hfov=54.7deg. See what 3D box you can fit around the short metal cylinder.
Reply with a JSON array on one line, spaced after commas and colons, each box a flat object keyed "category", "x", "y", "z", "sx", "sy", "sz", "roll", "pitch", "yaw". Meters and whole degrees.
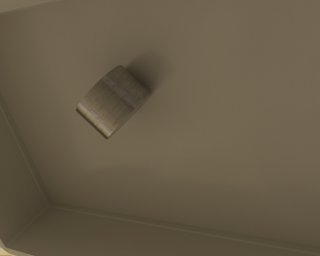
[{"category": "short metal cylinder", "x": -0.056, "y": -0.031, "z": 0.382, "sx": 0.050, "sy": 0.080, "sz": 0.080, "roll": 44, "pitch": 129, "yaw": -3}]
